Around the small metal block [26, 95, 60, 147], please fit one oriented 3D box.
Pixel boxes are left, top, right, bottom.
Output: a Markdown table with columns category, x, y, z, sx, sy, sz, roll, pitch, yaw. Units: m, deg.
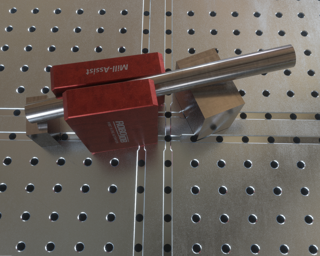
| category | x | y | z | sx | sy | sz | roll | pitch | yaw |
| --- | --- | --- | --- | --- | --- | --- | --- | --- | --- |
| small metal block | -0.150 | -0.008 | 0.399 | 0.025 | 0.050 | 0.050 | -8 | 70 | -3 |

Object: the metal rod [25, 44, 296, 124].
| category | x | y | z | sx | sy | sz | roll | pitch | yaw |
| --- | --- | --- | --- | --- | --- | --- | --- | --- | --- |
| metal rod | -0.004 | -0.048 | 0.349 | 0.302 | 0.025 | 0.025 | -12 | 70 | 5 |

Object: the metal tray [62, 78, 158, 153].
| category | x | y | z | sx | sy | sz | roll | pitch | yaw |
| --- | --- | --- | --- | --- | --- | --- | --- | --- | --- |
| metal tray | -0.049 | -0.008 | 0.358 | 0.091 | 0.130 | 0.030 | -9 | 71 | -4 |

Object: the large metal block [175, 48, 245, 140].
| category | x | y | z | sx | sy | sz | roll | pitch | yaw |
| --- | --- | --- | --- | --- | --- | --- | --- | --- | --- |
| large metal block | 0.058 | -0.040 | 0.397 | 0.050 | 0.080 | 0.080 | -21 | 72 | -8 |

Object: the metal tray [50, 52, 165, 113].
| category | x | y | z | sx | sy | sz | roll | pitch | yaw |
| --- | --- | --- | --- | --- | --- | --- | --- | --- | --- |
| metal tray | -0.060 | -0.052 | 0.395 | 0.131 | 0.090 | 0.030 | -8 | 72 | -4 |
